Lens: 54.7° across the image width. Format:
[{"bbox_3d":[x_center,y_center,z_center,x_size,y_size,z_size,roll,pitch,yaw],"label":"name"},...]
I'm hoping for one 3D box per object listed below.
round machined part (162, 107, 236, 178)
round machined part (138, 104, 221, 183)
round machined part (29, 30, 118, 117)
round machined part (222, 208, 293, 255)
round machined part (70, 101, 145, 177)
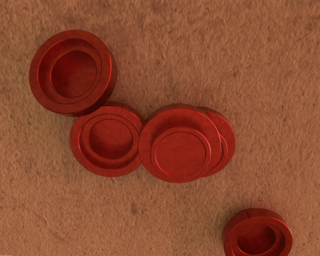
[{"bbox_3d":[0.052,0.024,0.410,0.099,0.042,0.097,0,110,-1],"label":"round machined part"},{"bbox_3d":[0.023,0.023,0.365,0.099,0.042,0.097,0,110,-1],"label":"round machined part"},{"bbox_3d":[-0.096,-0.060,0.362,0.098,0.042,0.097,-2,81,11],"label":"round machined part"},{"bbox_3d":[0.141,0.160,0.462,0.099,0.042,0.097,0,110,-1],"label":"round machined part"},{"bbox_3d":[-0.063,0.011,0.404,0.099,0.042,0.097,0,110,-1],"label":"round machined part"}]
